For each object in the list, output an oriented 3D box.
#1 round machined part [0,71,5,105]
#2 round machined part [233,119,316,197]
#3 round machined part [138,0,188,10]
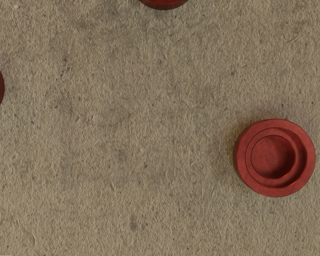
[{"bbox_3d":[-0.260,-0.054,0.399,0.099,0.042,0.097,0,90,0],"label":"round machined part"},{"bbox_3d":[0.143,0.037,0.402,0.099,0.042,0.097,0,90,0],"label":"round machined part"},{"bbox_3d":[0.005,-0.209,0.401,0.099,0.042,0.097,0,90,0],"label":"round machined part"}]
